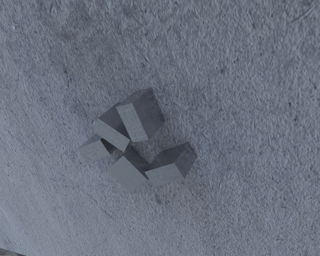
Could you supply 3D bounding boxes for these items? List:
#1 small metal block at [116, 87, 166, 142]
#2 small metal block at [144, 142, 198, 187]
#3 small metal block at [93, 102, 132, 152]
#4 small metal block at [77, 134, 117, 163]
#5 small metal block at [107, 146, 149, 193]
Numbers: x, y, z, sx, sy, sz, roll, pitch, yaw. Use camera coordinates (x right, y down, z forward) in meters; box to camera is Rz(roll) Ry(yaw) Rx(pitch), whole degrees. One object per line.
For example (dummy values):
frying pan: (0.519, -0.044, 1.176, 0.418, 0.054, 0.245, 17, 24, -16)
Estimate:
small metal block: (-0.023, -0.017, 0.392, 0.025, 0.050, 0.050, -10, 113, 32)
small metal block: (0.015, 0.048, 0.412, 0.050, 0.050, 0.025, -22, 107, 36)
small metal block: (-0.052, -0.002, 0.417, 0.050, 0.050, 0.025, 34, 129, 6)
small metal block: (-0.081, 0.021, 0.447, 0.050, 0.050, 0.025, -21, 107, 36)
small metal block: (-0.045, 0.064, 0.470, 0.050, 0.025, 0.050, 45, 129, -4)
